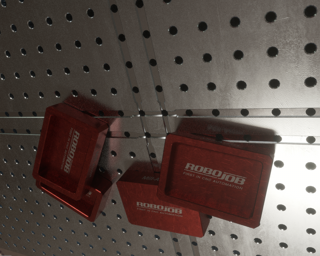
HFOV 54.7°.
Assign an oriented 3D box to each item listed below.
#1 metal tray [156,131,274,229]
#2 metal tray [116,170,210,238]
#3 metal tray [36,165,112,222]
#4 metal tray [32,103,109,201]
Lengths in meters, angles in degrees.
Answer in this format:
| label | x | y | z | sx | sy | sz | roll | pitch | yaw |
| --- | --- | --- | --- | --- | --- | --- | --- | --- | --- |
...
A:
| label | x | y | z | sx | sy | sz | roll | pitch | yaw |
| --- | --- | --- | --- | --- | --- | --- | --- | --- | --- |
| metal tray | 0.066 | 0.061 | 0.387 | 0.130 | 0.030 | 0.089 | 12 | 100 | 21 |
| metal tray | 0.004 | 0.114 | 0.475 | 0.130 | 0.030 | 0.089 | 2 | 119 | 27 |
| metal tray | -0.156 | 0.100 | 0.549 | 0.130 | 0.030 | 0.089 | 30 | 128 | 8 |
| metal tray | -0.141 | 0.037 | 0.479 | 0.090 | 0.030 | 0.129 | 24 | 112 | 11 |
